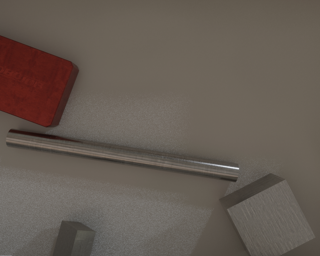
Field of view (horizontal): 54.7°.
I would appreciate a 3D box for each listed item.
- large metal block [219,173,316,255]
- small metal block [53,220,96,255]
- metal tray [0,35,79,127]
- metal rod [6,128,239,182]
[{"bbox_3d":[0.135,0.116,0.401,0.080,0.050,0.080,-27,90,0],"label":"large metal block"},{"bbox_3d":[-0.110,0.149,0.391,0.025,0.050,0.050,20,78,-36],"label":"small metal block"},{"bbox_3d":[-0.185,-0.064,0.406,0.131,0.030,0.090,20,90,-1],"label":"metal tray"},{"bbox_3d":[-0.048,0.036,0.410,0.302,0.025,0.025,9,90,-1],"label":"metal rod"}]
